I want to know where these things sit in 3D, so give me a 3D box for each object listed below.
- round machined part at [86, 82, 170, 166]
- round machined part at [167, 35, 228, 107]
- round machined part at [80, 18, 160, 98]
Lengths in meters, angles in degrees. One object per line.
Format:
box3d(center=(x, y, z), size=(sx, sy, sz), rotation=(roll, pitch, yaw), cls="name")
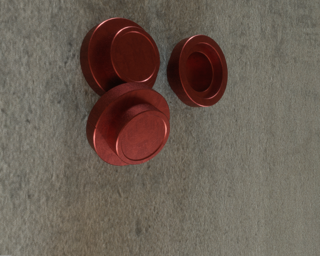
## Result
box3d(center=(-0.028, 0.002, 0.346), size=(0.099, 0.042, 0.097), rotation=(-21, 129, -28), cls="round machined part")
box3d(center=(0.048, -0.078, 0.436), size=(0.099, 0.042, 0.097), rotation=(0, 90, -40), cls="round machined part")
box3d(center=(-0.039, -0.080, 0.363), size=(0.099, 0.042, 0.097), rotation=(0, 90, -40), cls="round machined part")
